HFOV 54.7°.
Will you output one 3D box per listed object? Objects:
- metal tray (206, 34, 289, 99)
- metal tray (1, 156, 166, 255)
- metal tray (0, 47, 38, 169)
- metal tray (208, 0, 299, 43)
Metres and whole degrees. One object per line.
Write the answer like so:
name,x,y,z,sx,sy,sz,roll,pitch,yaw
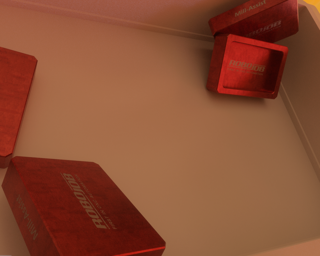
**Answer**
metal tray,0.144,-0.098,0.508,0.131,0.030,0.089,2,105,-28
metal tray,-0.068,0.072,0.262,0.091,0.030,0.130,12,19,-44
metal tray,-0.188,-0.030,0.320,0.091,0.030,0.130,13,56,-21
metal tray,0.155,-0.167,0.508,0.090,0.130,0.030,40,33,-59
